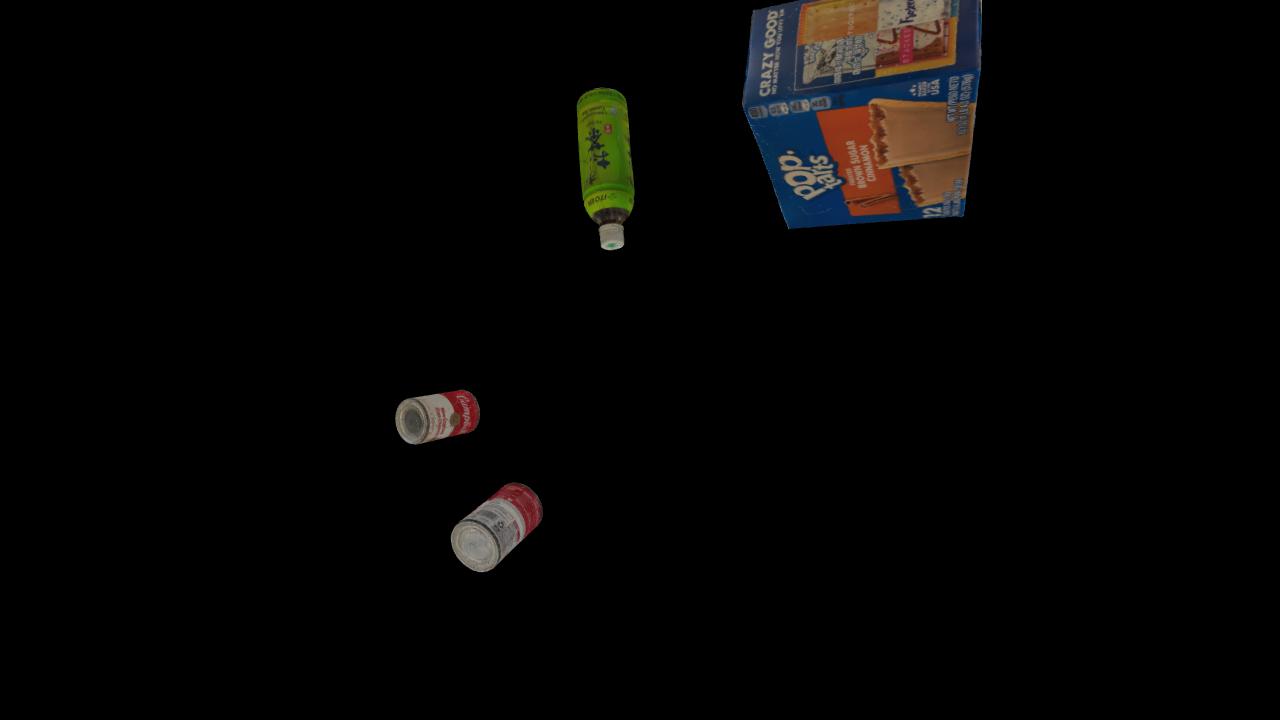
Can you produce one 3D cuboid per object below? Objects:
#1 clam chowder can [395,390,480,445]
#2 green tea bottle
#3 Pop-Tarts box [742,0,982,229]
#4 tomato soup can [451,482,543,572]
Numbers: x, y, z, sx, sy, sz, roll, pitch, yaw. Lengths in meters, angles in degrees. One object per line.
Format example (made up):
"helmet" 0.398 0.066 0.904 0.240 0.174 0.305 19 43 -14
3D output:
"clam chowder can" -0.295 0.082 0.901 0.068 0.068 0.102 0 4 30
"green tea bottle" -0.044 -0.249 0.816 0.073 0.212 0.073 -5 -10 -1
"Pop-Tarts box" 0.166 -0.176 0.453 0.141 0.083 0.167 2 -18 25
"tomato soup can" -0.170 0.200 0.740 0.068 0.068 0.101 0 15 20
